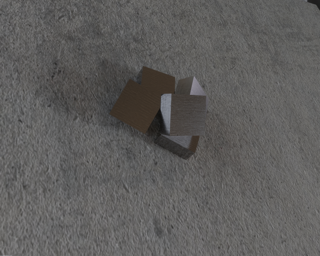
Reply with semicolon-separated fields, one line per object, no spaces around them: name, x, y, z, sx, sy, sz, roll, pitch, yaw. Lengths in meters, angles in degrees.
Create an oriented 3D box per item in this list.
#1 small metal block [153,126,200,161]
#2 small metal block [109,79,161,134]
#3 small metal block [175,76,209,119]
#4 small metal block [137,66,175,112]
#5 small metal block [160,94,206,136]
small metal block;0.025;0.008;0.416;0.050;0.025;0.050;29;52;-10
small metal block;-0.030;-0.027;0.392;0.050;0.025;0.050;30;88;-11
small metal block;0.044;-0.037;0.439;0.050;0.025;0.050;50;42;-38
small metal block;-0.007;-0.053;0.436;0.050;0.025;0.050;16;55;-20
small metal block;0.029;-0.016;0.386;0.050;0.025;0.050;0;94;-29
